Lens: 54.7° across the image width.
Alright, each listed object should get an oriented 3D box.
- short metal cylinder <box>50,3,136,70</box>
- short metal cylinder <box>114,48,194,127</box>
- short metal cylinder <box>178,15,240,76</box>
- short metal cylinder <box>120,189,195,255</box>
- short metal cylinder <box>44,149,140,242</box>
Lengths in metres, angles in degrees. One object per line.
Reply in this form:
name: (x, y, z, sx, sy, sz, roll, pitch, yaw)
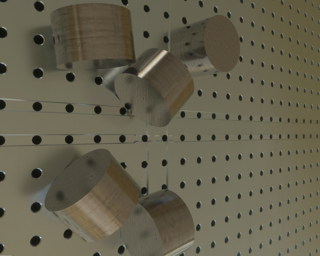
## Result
short metal cylinder: (-0.067, -0.090, 0.318, 0.081, 0.080, 0.050, -10, 97, -40)
short metal cylinder: (-0.007, -0.047, 0.369, 0.050, 0.080, 0.080, -50, 120, -28)
short metal cylinder: (0.073, -0.119, 0.456, 0.081, 0.050, 0.079, 0, 90, -40)
short metal cylinder: (-0.005, 0.119, 0.371, 0.050, 0.080, 0.079, -11, 98, -40)
short metal cylinder: (-0.068, 0.067, 0.318, 0.080, 0.080, 0.050, -51, 120, -28)
